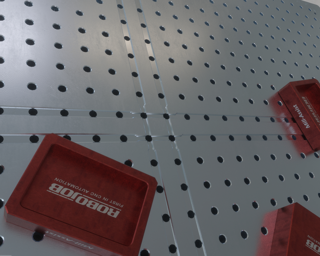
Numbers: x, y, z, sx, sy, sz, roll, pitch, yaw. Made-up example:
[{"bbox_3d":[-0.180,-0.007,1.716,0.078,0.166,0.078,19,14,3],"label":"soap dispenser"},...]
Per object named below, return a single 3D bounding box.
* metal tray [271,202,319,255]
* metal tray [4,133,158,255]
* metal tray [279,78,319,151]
[{"bbox_3d":[0.214,0.172,0.414,0.130,0.030,0.090,34,51,-6],"label":"metal tray"},{"bbox_3d":[-0.075,0.072,0.320,0.131,0.030,0.090,26,53,-12],"label":"metal tray"},{"bbox_3d":[0.289,-0.028,0.576,0.091,0.030,0.130,-11,67,-33],"label":"metal tray"}]
